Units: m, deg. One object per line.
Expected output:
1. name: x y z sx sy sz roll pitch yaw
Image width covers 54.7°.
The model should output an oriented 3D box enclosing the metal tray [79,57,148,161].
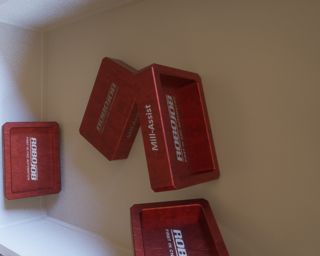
1. metal tray: -0.067 -0.028 0.459 0.090 0.030 0.129 35 112 34

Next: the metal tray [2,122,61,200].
1. metal tray: -0.226 0.054 0.548 0.030 0.091 0.129 -7 86 58

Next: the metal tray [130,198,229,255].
1. metal tray: 0.020 0.131 0.309 0.130 0.091 0.030 -106 16 -55

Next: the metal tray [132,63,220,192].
1. metal tray: 0.020 0.000 0.347 0.030 0.091 0.129 -17 80 39
